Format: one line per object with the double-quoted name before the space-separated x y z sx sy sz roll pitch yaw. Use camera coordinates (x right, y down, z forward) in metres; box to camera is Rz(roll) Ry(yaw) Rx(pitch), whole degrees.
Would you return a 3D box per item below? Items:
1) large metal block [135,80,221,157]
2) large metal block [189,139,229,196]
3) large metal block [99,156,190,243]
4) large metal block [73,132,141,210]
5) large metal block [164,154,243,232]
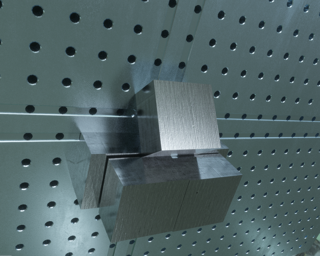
"large metal block" 0.021 -0.009 0.376 0.081 0.050 0.080 0 76 -29
"large metal block" 0.043 0.053 0.452 0.081 0.050 0.079 -1 119 -28
"large metal block" -0.021 0.081 0.367 0.081 0.050 0.079 0 119 -29
"large metal block" -0.061 0.052 0.396 0.081 0.050 0.079 1 118 -30
"large metal block" 0.050 0.083 0.408 0.081 0.050 0.079 0 119 -29
